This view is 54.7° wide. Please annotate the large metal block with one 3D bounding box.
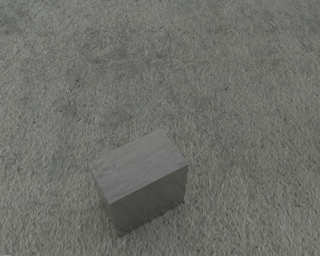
[{"bbox_3d":[-0.021,0.058,0.319,0.081,0.080,0.050,-24,54,-19],"label":"large metal block"}]
